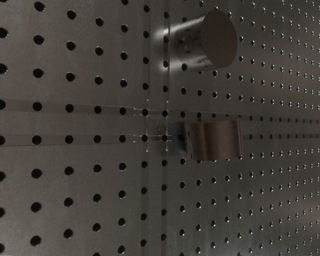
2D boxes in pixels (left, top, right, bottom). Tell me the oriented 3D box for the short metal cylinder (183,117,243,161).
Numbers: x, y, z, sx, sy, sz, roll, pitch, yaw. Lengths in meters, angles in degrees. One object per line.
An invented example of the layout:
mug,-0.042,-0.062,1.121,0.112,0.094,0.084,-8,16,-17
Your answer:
short metal cylinder,0.075,0.013,0.439,0.081,0.080,0.050,-10,97,-40

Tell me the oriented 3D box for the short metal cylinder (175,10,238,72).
short metal cylinder,0.068,-0.125,0.452,0.081,0.050,0.079,0,90,-40
